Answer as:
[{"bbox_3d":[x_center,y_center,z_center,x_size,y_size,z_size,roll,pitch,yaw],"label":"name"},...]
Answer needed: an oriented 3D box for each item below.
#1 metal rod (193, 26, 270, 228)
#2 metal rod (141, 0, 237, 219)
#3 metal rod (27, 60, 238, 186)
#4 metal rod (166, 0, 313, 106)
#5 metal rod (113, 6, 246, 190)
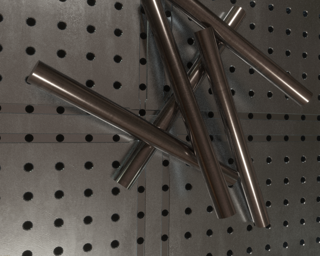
[{"bbox_3d":[0.105,0.008,0.437,0.025,0.025,0.298,-25,105,-19],"label":"metal rod"},{"bbox_3d":[0.035,-0.032,0.397,0.025,0.025,0.299,-17,85,-20],"label":"metal rod"},{"bbox_3d":[-0.010,0.008,0.378,0.301,0.025,0.025,29,80,-29],"label":"metal rod"},{"bbox_3d":[0.085,-0.129,0.418,0.301,0.025,0.025,36,78,-7],"label":"metal rod"},{"bbox_3d":[0.033,-0.049,0.426,0.025,0.025,0.300,38,78,-17],"label":"metal rod"}]
